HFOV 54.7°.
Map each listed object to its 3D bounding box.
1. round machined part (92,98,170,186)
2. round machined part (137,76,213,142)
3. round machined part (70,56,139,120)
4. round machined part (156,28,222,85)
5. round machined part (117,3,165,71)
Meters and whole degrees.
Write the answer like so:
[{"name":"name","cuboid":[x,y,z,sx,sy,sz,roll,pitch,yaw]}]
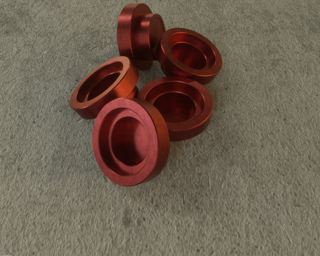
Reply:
[{"name":"round machined part","cuboid":[-0.029,0.014,0.356,0.098,0.097,0.042,39,24,28]},{"name":"round machined part","cuboid":[0.018,-0.021,0.410,0.099,0.042,0.098,0,50,0]},{"name":"round machined part","cuboid":[-0.068,-0.047,0.412,0.098,0.042,0.098,-25,36,20]},{"name":"round machined part","cuboid":[0.040,-0.101,0.463,0.099,0.042,0.098,13,52,-17]},{"name":"round machined part","cuboid":[-0.022,-0.136,0.466,0.042,0.098,0.098,5,49,21]}]
